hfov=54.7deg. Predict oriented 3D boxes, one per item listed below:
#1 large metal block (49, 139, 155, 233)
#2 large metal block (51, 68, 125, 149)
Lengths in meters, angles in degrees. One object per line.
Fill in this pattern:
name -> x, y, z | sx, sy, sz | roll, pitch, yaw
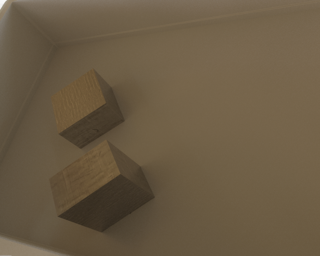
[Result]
large metal block -> -0.066, 0.071, 0.362 | 0.080, 0.080, 0.050 | -35, 51, 5
large metal block -> -0.110, -0.029, 0.466 | 0.080, 0.050, 0.080 | -32, 52, 7
